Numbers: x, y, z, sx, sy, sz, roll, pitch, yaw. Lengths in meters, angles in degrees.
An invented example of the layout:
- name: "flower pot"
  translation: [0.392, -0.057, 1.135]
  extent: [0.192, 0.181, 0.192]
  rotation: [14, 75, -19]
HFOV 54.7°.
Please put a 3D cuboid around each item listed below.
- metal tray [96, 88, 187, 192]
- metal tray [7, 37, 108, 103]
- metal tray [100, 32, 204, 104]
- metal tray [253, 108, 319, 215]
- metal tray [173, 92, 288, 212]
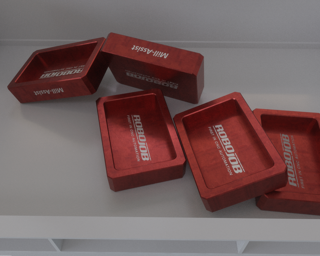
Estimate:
- name: "metal tray"
  translation: [-0.028, 0.009, 0.393]
  extent: [0.091, 0.030, 0.130]
  rotation: [-10, 51, -9]
- name: "metal tray"
  translation: [-0.140, -0.082, 0.443]
  extent: [0.130, 0.030, 0.090]
  rotation: [-4, 47, 21]
- name: "metal tray"
  translation: [-0.006, -0.080, 0.426]
  extent: [0.130, 0.090, 0.030]
  rotation: [17, 74, 13]
- name: "metal tray"
  translation: [0.159, 0.036, 0.372]
  extent: [0.091, 0.030, 0.130]
  rotation: [5, 50, 4]
- name: "metal tray"
  translation: [0.075, 0.022, 0.359]
  extent: [0.090, 0.030, 0.130]
  rotation: [-21, 45, 4]
